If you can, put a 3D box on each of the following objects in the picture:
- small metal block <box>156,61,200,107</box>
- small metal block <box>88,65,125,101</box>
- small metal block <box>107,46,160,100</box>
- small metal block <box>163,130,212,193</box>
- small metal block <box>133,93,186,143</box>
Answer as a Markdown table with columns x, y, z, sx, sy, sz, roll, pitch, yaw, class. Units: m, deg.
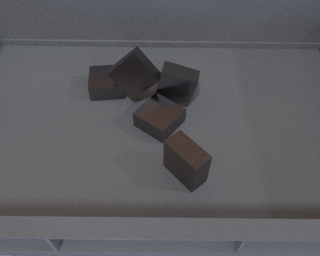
| x | y | z | sx | sy | sz | roll | pitch | yaw | class |
| --- | --- | --- | --- | --- | --- | --- | --- | --- | --- |
| 0.023 | -0.061 | 0.434 | 0.050 | 0.050 | 0.025 | 15 | 51 | -4 | small metal block |
| -0.079 | -0.068 | 0.461 | 0.050 | 0.025 | 0.050 | -4 | 50 | -4 | small metal block |
| -0.035 | -0.075 | 0.426 | 0.050 | 0.050 | 0.025 | -32 | 26 | 26 | small metal block |
| 0.030 | 0.039 | 0.357 | 0.025 | 0.050 | 0.050 | -33 | 58 | -25 | small metal block |
| -0.001 | -0.015 | 0.417 | 0.050 | 0.025 | 0.050 | 31 | 56 | 23 | small metal block |
